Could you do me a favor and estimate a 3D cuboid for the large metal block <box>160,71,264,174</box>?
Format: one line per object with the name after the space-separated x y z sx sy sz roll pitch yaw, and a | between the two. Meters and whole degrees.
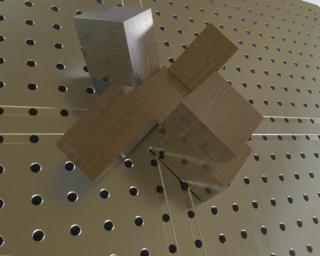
0.062 -0.008 0.364 0.080 0.050 0.080 45 50 2 | large metal block

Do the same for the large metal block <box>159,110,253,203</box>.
0.060 0.034 0.402 0.080 0.050 0.080 44 50 4 | large metal block

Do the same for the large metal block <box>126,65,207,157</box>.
0.002 -0.023 0.407 0.080 0.050 0.080 44 51 2 | large metal block

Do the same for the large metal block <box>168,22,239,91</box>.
0.062 -0.095 0.443 0.050 0.080 0.080 44 11 2 | large metal block

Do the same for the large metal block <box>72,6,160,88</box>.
-0.052 -0.103 0.388 0.080 0.080 0.050 17 43 31 | large metal block

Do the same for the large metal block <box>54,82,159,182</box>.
-0.049 0.003 0.324 0.050 0.080 0.080 44 93 3 | large metal block
